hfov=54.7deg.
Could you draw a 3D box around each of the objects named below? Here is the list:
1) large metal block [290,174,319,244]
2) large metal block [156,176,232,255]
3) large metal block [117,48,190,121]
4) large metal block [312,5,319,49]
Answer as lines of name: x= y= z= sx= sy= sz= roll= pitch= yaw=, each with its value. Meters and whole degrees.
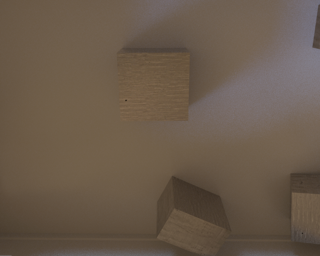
large metal block: x=0.224 y=0.113 z=0.429 sx=0.080 sy=0.050 sz=0.079 roll=0 pitch=111 yaw=20
large metal block: x=0.043 y=0.121 z=0.427 sx=0.080 sy=0.080 sz=0.050 roll=24 pitch=108 yaw=-9
large metal block: x=-0.007 y=-0.054 z=0.378 sx=0.081 sy=0.050 sz=0.079 roll=0 pitch=110 yaw=0
large metal block: x=0.231 y=-0.111 z=0.343 sx=0.080 sy=0.080 sz=0.050 roll=-1 pitch=110 yaw=0
